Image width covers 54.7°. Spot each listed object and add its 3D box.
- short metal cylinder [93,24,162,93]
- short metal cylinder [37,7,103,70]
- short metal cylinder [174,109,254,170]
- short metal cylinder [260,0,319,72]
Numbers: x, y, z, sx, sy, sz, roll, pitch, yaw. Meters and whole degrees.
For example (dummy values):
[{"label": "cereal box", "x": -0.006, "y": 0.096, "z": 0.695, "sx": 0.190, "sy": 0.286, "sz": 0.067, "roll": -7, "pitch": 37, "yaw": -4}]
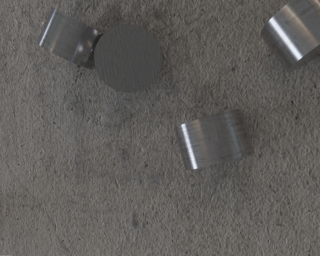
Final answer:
[{"label": "short metal cylinder", "x": -0.043, "y": -0.087, "z": 0.391, "sx": 0.081, "sy": 0.050, "sz": 0.079, "roll": -3, "pitch": 104, "yaw": -13}, {"label": "short metal cylinder", "x": -0.118, "y": -0.121, "z": 0.421, "sx": 0.080, "sy": 0.080, "sz": 0.050, "roll": 31, "pitch": 100, "yaw": 17}, {"label": "short metal cylinder", "x": 0.062, "y": 0.014, "z": 0.358, "sx": 0.080, "sy": 0.080, "sz": 0.050, "roll": -17, "pitch": 84, "yaw": 19}, {"label": "short metal cylinder", "x": 0.155, "y": -0.103, "z": 0.325, "sx": 0.080, "sy": 0.080, "sz": 0.050, "roll": -35, "pitch": 79, "yaw": 17}]
